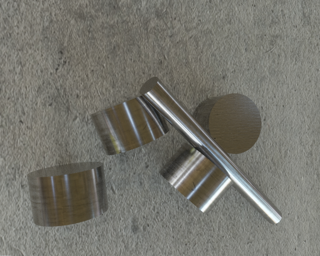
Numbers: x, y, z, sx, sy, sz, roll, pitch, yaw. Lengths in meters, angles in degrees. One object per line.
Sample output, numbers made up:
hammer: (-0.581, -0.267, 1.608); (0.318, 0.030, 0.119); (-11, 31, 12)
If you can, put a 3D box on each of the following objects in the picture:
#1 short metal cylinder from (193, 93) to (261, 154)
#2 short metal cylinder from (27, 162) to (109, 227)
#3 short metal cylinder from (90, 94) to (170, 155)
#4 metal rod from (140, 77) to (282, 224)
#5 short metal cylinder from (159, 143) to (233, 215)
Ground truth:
short metal cylinder: (0.091, -0.006, 0.429); (0.081, 0.050, 0.079); (0, 90, -20)
short metal cylinder: (-0.100, 0.070, 0.343); (0.081, 0.080, 0.050); (-7, 93, -20)
short metal cylinder: (-0.035, -0.007, 0.367); (0.081, 0.080, 0.050); (-24, 98, -18)
metal rod: (0.082, 0.045, 0.399); (0.300, 0.025, 0.025); (44, 76, -30)
short metal cylinder: (0.045, 0.063, 0.393); (0.080, 0.080, 0.050); (43, 85, -15)
